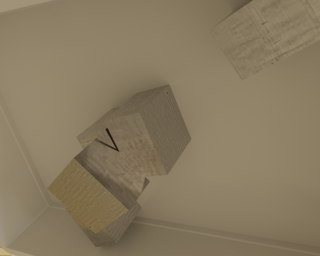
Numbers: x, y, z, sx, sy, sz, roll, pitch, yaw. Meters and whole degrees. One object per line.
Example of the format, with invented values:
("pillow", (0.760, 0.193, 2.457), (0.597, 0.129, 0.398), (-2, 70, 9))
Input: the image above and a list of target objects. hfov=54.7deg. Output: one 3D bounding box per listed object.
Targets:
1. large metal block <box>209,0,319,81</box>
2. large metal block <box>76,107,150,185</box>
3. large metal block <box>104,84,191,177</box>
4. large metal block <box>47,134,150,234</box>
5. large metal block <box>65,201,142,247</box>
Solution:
("large metal block", (0.099, -0.093, 0.263), (0.080, 0.080, 0.050), (-27, 104, 37))
("large metal block", (-0.049, 0.021, 0.411), (0.050, 0.080, 0.080), (-14, 112, 33))
("large metal block", (-0.011, 0.003, 0.379), (0.050, 0.080, 0.080), (-10, 113, 32))
("large metal block", (-0.074, 0.068, 0.368), (0.080, 0.050, 0.080), (45, 129, -3))
("large metal block", (-0.088, 0.129, 0.497), (0.050, 0.080, 0.080), (-24, 106, 36))
